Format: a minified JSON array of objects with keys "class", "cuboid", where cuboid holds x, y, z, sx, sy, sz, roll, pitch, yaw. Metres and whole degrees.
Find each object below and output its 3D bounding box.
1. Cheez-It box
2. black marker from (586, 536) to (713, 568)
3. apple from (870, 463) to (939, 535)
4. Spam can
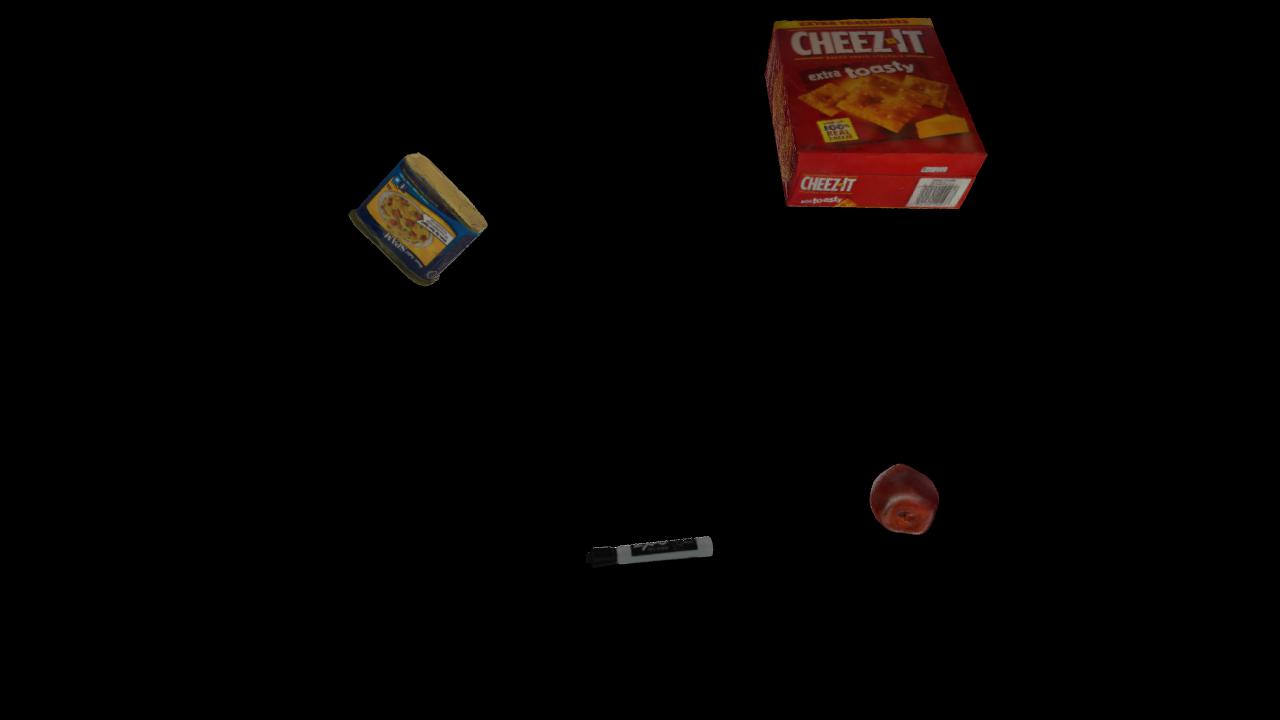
[{"class":"Cheez-It box","cuboid":[0.219,-0.248,0.606,0.166,0.223,0.071,1,-34,2]},{"class":"black marker","cuboid":[0.009,0.183,0.585,0.121,0.020,0.020,-2,0,-10]},{"class":"apple","cuboid":[0.318,0.166,0.744,0.079,0.079,0.093,0,20,20]},{"class":"Spam can","cuboid":[-0.217,-0.139,0.610,0.085,0.101,0.058,-39,16,18]}]
